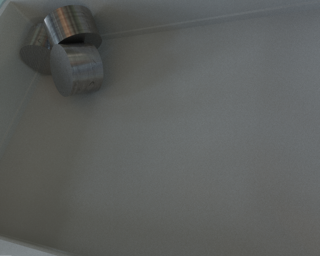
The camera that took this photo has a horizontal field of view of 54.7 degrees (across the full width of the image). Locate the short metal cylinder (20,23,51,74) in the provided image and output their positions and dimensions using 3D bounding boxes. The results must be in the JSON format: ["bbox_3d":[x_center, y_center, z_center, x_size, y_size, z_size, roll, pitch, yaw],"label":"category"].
[{"bbox_3d":[-0.204,-0.142,0.562,0.080,0.080,0.050,-5,60,25],"label":"short metal cylinder"}]

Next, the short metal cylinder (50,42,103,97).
[{"bbox_3d":[-0.132,-0.092,0.486,0.050,0.079,0.080,-16,39,-37],"label":"short metal cylinder"}]

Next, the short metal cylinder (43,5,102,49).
[{"bbox_3d":[-0.142,-0.155,0.508,0.080,0.080,0.050,-24,81,13],"label":"short metal cylinder"}]
